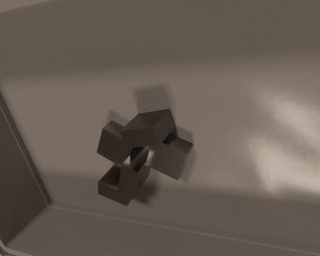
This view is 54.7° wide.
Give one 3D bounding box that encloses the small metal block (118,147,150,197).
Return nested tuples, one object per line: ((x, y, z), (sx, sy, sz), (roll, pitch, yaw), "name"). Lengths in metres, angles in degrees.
((-0.035, 0.062, 0.448), (0.025, 0.050, 0.050), (23, 127, 14), "small metal block")

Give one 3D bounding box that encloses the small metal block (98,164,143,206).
((-0.059, 0.085, 0.475), (0.050, 0.050, 0.025), (19, 126, 16), "small metal block")

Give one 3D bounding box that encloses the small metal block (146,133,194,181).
((0.012, 0.037, 0.424), (0.050, 0.025, 0.050), (24, 127, 13), "small metal block")

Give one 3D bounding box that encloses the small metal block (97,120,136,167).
((-0.061, 0.024, 0.454), (0.050, 0.025, 0.050), (29, 128, 9), "small metal block")

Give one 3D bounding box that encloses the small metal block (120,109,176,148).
((-0.015, 0.000, 0.399), (0.050, 0.050, 0.025), (-7, 115, 31), "small metal block")
